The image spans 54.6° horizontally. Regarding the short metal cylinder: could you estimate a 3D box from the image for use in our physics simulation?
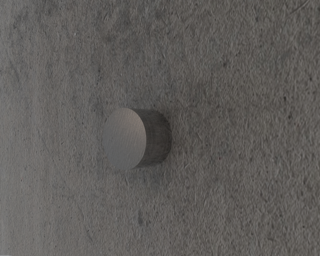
[{"bbox_3d":[-0.031,0.014,0.415,0.080,0.050,0.080,0,90,40],"label":"short metal cylinder"}]
